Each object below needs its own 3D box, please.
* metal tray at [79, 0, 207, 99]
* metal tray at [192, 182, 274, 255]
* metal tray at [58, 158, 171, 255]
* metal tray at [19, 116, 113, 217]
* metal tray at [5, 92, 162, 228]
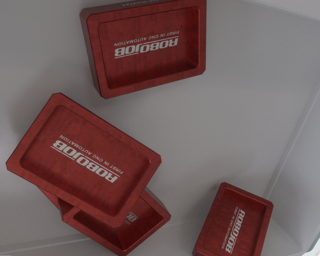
[{"bbox_3d":[-0.013,-0.092,0.341,0.131,0.030,0.089,-17,126,-19],"label":"metal tray"},{"bbox_3d":[0.116,0.158,0.486,0.130,0.090,0.030,-56,162,-38],"label":"metal tray"},{"bbox_3d":[-0.054,0.107,0.402,0.090,0.030,0.130,-39,130,-2],"label":"metal tray"},{"bbox_3d":[-0.099,0.056,0.385,0.090,0.030,0.130,-31,129,-9],"label":"metal tray"},{"bbox_3d":[-0.076,0.034,0.327,0.130,0.030,0.090,33,86,-13],"label":"metal tray"}]
